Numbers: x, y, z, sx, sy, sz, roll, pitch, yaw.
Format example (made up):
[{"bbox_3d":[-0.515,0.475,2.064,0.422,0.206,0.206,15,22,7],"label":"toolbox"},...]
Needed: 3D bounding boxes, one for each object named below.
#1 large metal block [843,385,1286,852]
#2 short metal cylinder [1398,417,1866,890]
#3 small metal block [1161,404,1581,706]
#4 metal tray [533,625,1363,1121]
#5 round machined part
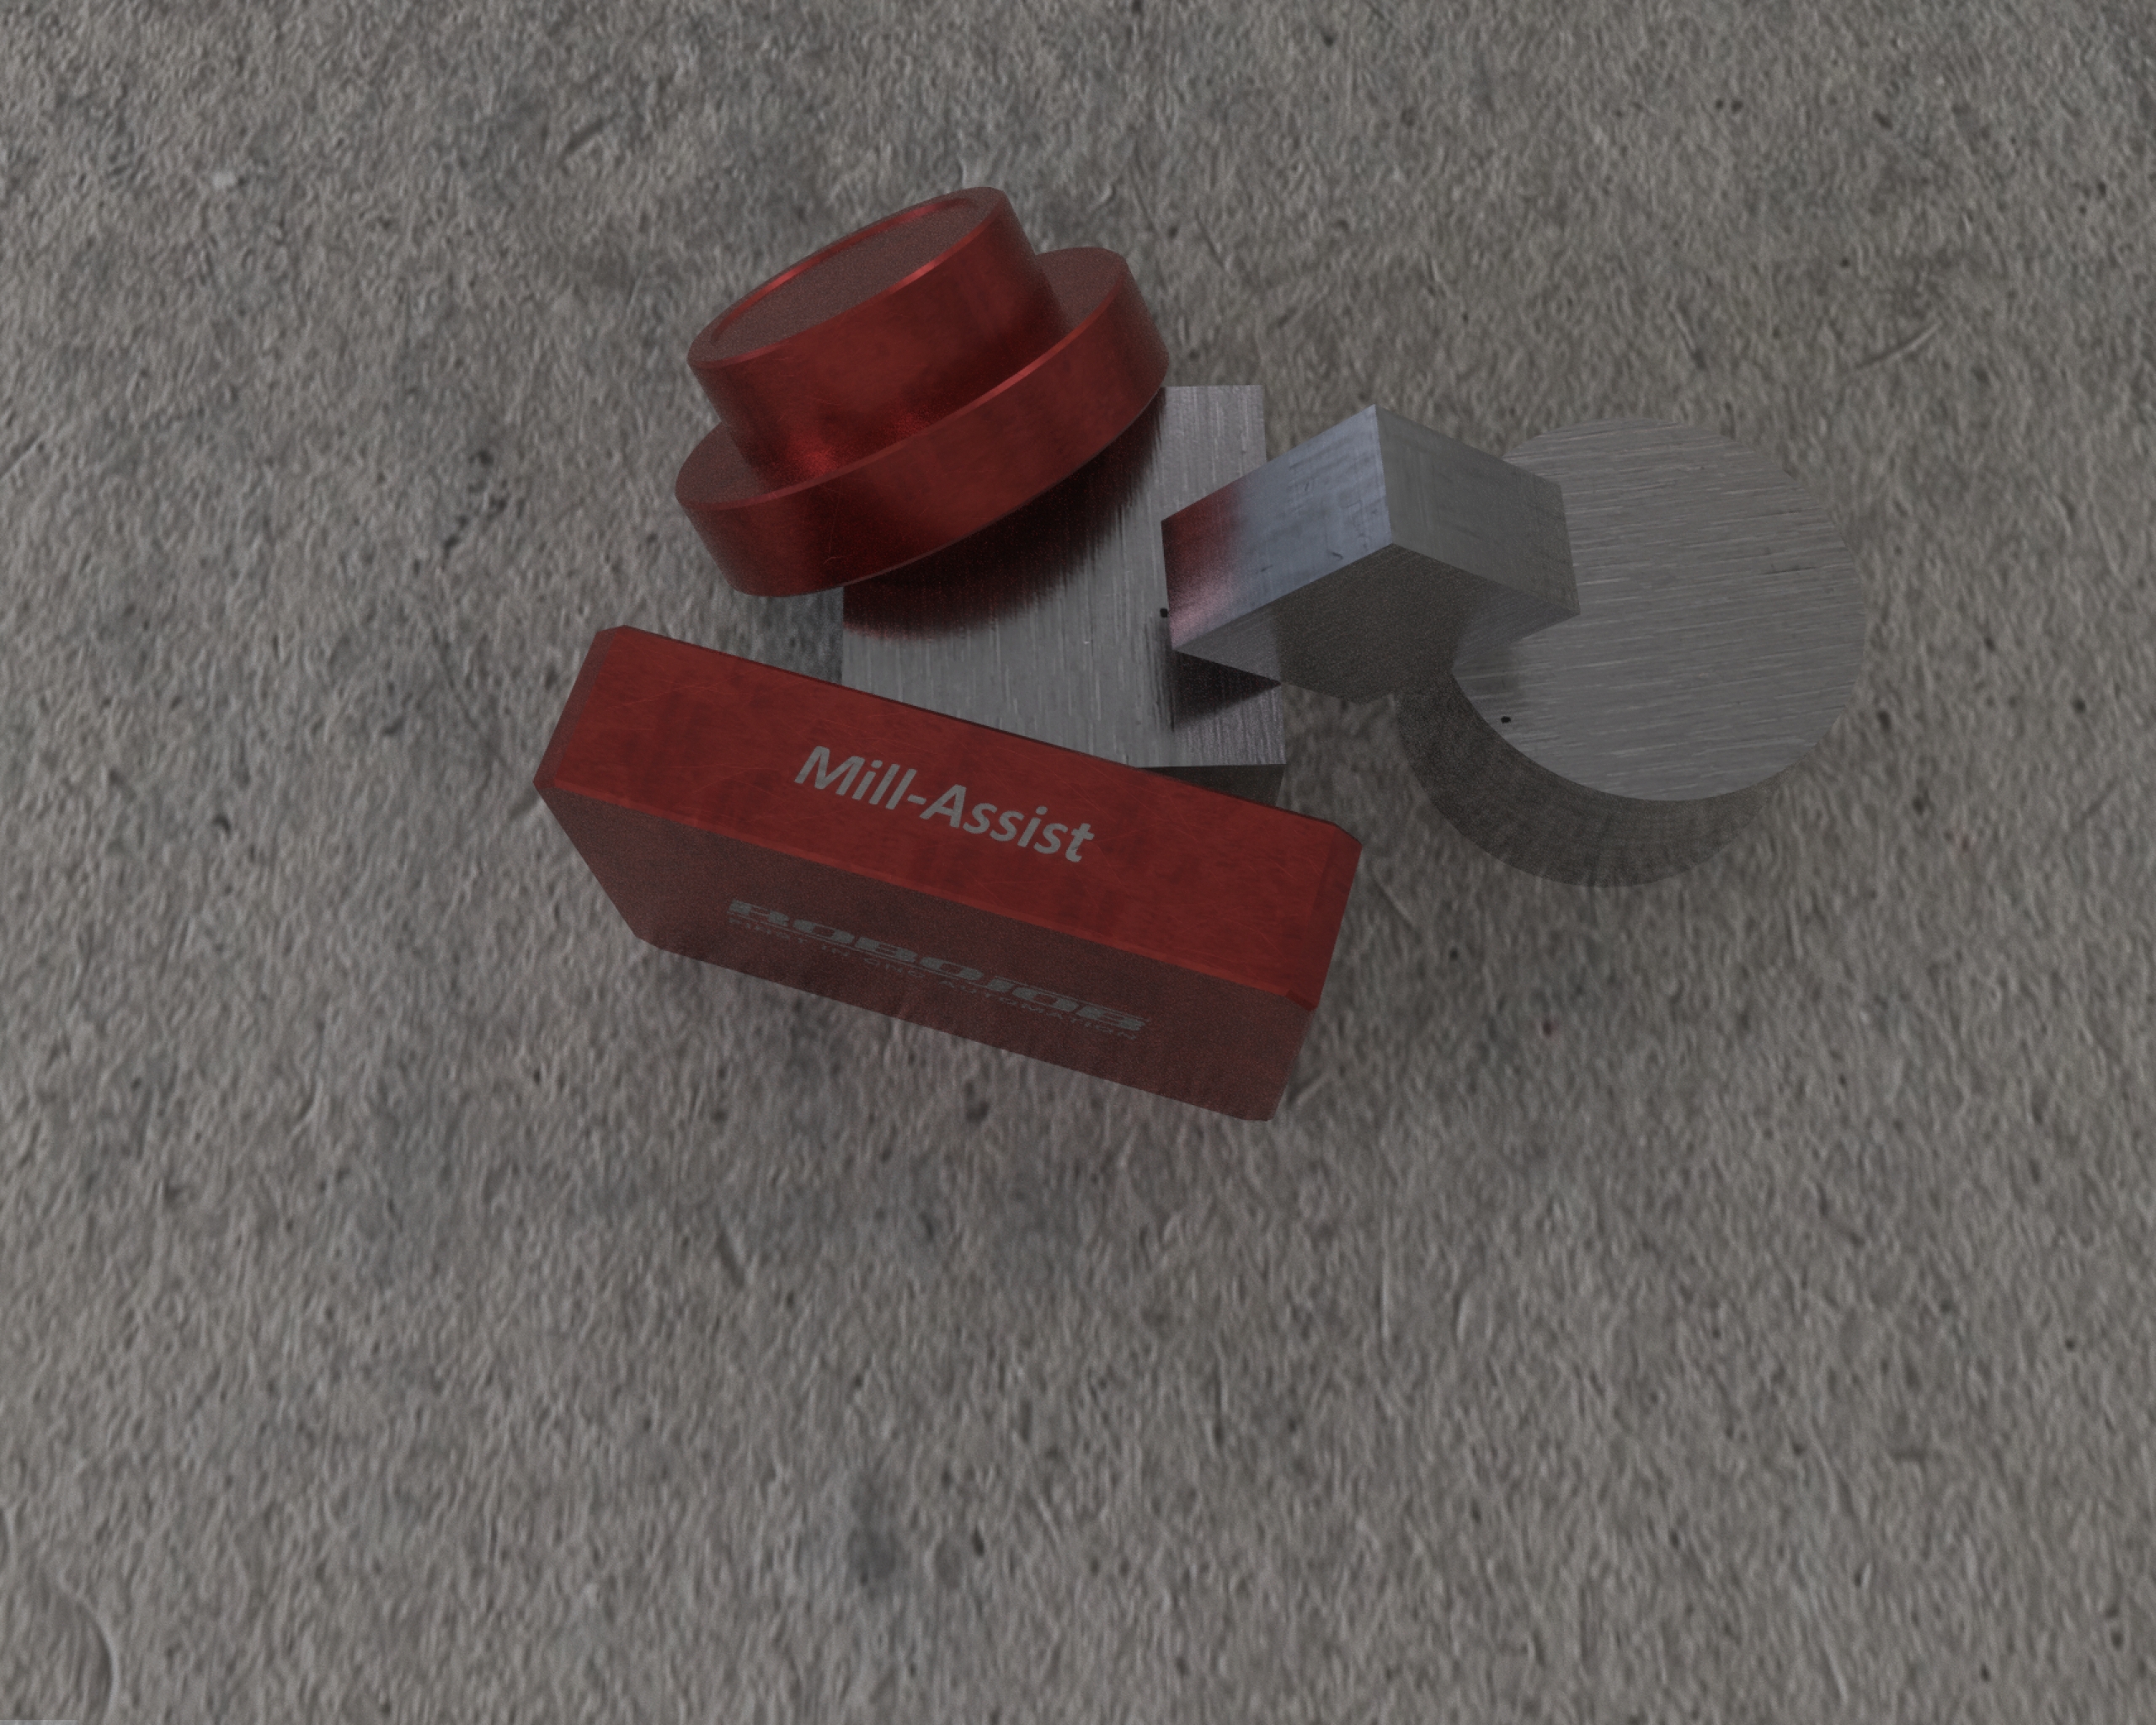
[{"bbox_3d":[-0.004,-0.046,0.414,0.081,0.050,0.080,-1,70,-1],"label":"large metal block"},{"bbox_3d":[0.106,-0.040,0.412,0.081,0.050,0.080,0,70,0],"label":"short metal cylinder"},{"bbox_3d":[0.051,-0.052,0.367,0.050,0.050,0.025,11,67,-41],"label":"small metal block"},{"bbox_3d":[-0.021,0.005,0.372,0.131,0.090,0.030,16,71,5],"label":"metal tray"},{"bbox_3d":[-0.036,-0.096,0.405,0.098,0.098,0.042,-35,118,-12],"label":"round machined part"}]
